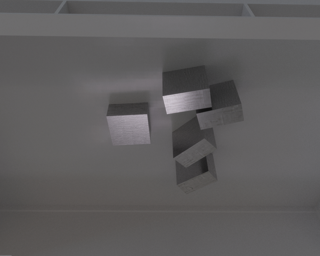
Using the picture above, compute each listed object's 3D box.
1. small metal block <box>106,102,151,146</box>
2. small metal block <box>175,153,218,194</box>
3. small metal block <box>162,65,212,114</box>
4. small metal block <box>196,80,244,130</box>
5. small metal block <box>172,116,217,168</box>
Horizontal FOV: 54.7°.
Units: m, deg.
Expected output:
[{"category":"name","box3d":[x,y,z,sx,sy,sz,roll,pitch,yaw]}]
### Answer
[{"category":"small metal block","box3d":[-0.039,-0.005,0.404,0.050,0.025,0.050,-3,130,2]},{"category":"small metal block","box3d":[0.051,0.059,0.444,0.050,0.050,0.025,-28,125,22]},{"category":"small metal block","box3d":[0.030,-0.045,0.355,0.050,0.050,0.025,-9,130,7]},{"category":"small metal block","box3d":[0.068,-0.028,0.369,0.050,0.050,0.025,-12,129,10]},{"category":"small metal block","box3d":[0.044,0.016,0.407,0.050,0.050,0.025,-36,122,26]}]
